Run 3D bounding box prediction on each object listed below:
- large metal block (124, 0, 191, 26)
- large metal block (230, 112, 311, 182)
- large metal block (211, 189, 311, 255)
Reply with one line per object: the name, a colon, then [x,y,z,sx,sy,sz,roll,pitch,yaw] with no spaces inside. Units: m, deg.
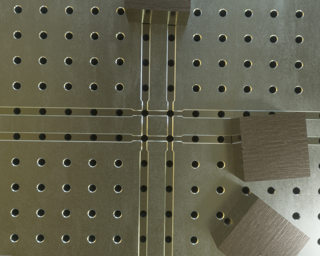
large metal block: [-0.001,-0.183,0.401,0.080,0.050,0.080,3,90,0]
large metal block: [0.140,0.023,0.402,0.080,0.050,0.080,-5,90,0]
large metal block: [0.127,0.140,0.402,0.080,0.050,0.080,39,90,0]
